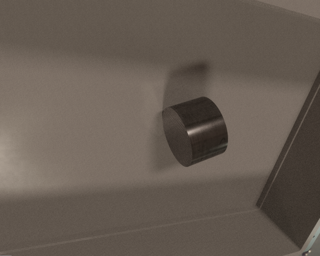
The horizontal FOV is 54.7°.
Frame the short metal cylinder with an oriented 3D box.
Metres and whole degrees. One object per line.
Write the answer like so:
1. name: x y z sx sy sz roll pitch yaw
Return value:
1. short metal cylinder: 0.044 0.004 0.401 0.050 0.080 0.079 -19 126 -18
